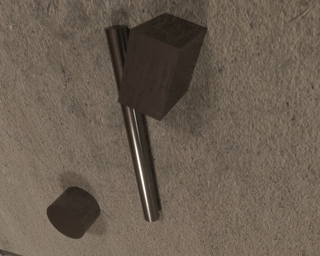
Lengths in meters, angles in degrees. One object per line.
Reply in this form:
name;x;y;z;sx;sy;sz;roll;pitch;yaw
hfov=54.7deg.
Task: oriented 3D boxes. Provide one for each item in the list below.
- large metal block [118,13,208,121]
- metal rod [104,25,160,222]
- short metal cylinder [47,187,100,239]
large metal block;0.003;-0.067;0.327;0.050;0.080;0.079;25;127;12
metal rod;-0.032;0.013;0.430;0.025;0.025;0.298;6;121;25
short metal cylinder;-0.158;0.155;0.567;0.080;0.050;0.079;13;124;20
